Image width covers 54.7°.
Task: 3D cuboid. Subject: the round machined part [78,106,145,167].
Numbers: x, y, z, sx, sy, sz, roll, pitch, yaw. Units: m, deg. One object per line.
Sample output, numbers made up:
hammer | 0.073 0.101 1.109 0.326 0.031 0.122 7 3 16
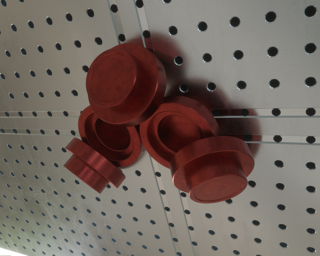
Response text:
round machined part | -0.061 0.003 0.431 0.098 0.042 0.097 13 124 20

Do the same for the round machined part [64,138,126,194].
round machined part | -0.102 0.061 0.460 0.098 0.042 0.098 34 163 12

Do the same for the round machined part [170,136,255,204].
round machined part | 0.064 0.055 0.365 0.099 0.042 0.097 -7 142 -5

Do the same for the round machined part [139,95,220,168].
round machined part | 0.027 0.004 0.387 0.098 0.042 0.097 13 124 20

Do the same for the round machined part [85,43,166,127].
round machined part | -0.046 -0.052 0.357 0.098 0.042 0.098 -5 78 26
